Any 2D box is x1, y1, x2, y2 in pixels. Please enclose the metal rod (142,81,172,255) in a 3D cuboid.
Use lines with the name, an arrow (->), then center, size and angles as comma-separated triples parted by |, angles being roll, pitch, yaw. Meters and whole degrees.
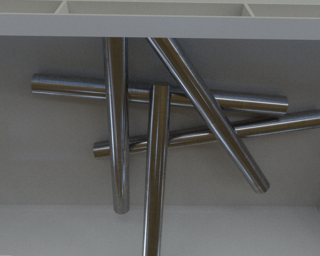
metal rod -> -0.007, 0.091, 0.393 | 0.025, 0.025, 0.298 | 2, 110, -2

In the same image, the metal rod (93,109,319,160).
metal rod -> 0.059, 0.010, 0.417 | 0.301, 0.025, 0.025 | -9, 130, 7

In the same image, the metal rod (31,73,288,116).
metal rod -> 0.004, -0.040, 0.374 | 0.302, 0.025, 0.025 | 5, 130, -4

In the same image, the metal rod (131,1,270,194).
metal rod -> 0.065, -0.012, 0.365 | 0.025, 0.025, 0.300 | -26, 126, 20

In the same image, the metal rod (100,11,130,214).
metal rod -> -0.051, 0.010, 0.382 | 0.025, 0.025, 0.298 | 2, 130, -2
